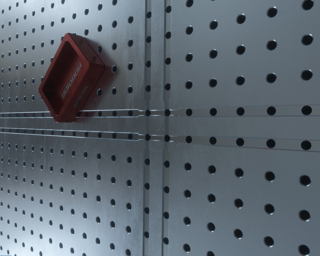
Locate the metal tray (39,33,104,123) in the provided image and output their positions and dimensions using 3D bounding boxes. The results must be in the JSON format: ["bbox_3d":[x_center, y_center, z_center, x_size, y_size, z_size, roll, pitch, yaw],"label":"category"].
[{"bbox_3d":[-0.155,-0.083,0.530,0.129,0.030,0.090,-52,60,27],"label":"metal tray"}]
